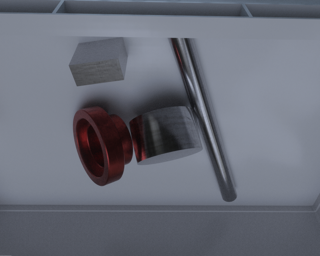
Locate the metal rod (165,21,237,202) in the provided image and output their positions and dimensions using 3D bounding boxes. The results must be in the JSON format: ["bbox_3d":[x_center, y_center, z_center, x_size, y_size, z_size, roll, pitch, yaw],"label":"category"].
[{"bbox_3d":[0.065,0.003,0.412,0.025,0.025,0.299,-15,129,12],"label":"metal rod"}]

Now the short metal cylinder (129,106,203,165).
[{"bbox_3d":[0.007,0.011,0.377,0.081,0.050,0.080,-12,167,-3],"label":"short metal cylinder"}]

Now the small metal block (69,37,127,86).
[{"bbox_3d":[-0.064,-0.072,0.331,0.050,0.050,0.025,-7,130,5],"label":"small metal block"}]

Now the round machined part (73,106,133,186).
[{"bbox_3d":[-0.069,0.020,0.390,0.042,0.098,0.097,-17,139,-33],"label":"round machined part"}]
